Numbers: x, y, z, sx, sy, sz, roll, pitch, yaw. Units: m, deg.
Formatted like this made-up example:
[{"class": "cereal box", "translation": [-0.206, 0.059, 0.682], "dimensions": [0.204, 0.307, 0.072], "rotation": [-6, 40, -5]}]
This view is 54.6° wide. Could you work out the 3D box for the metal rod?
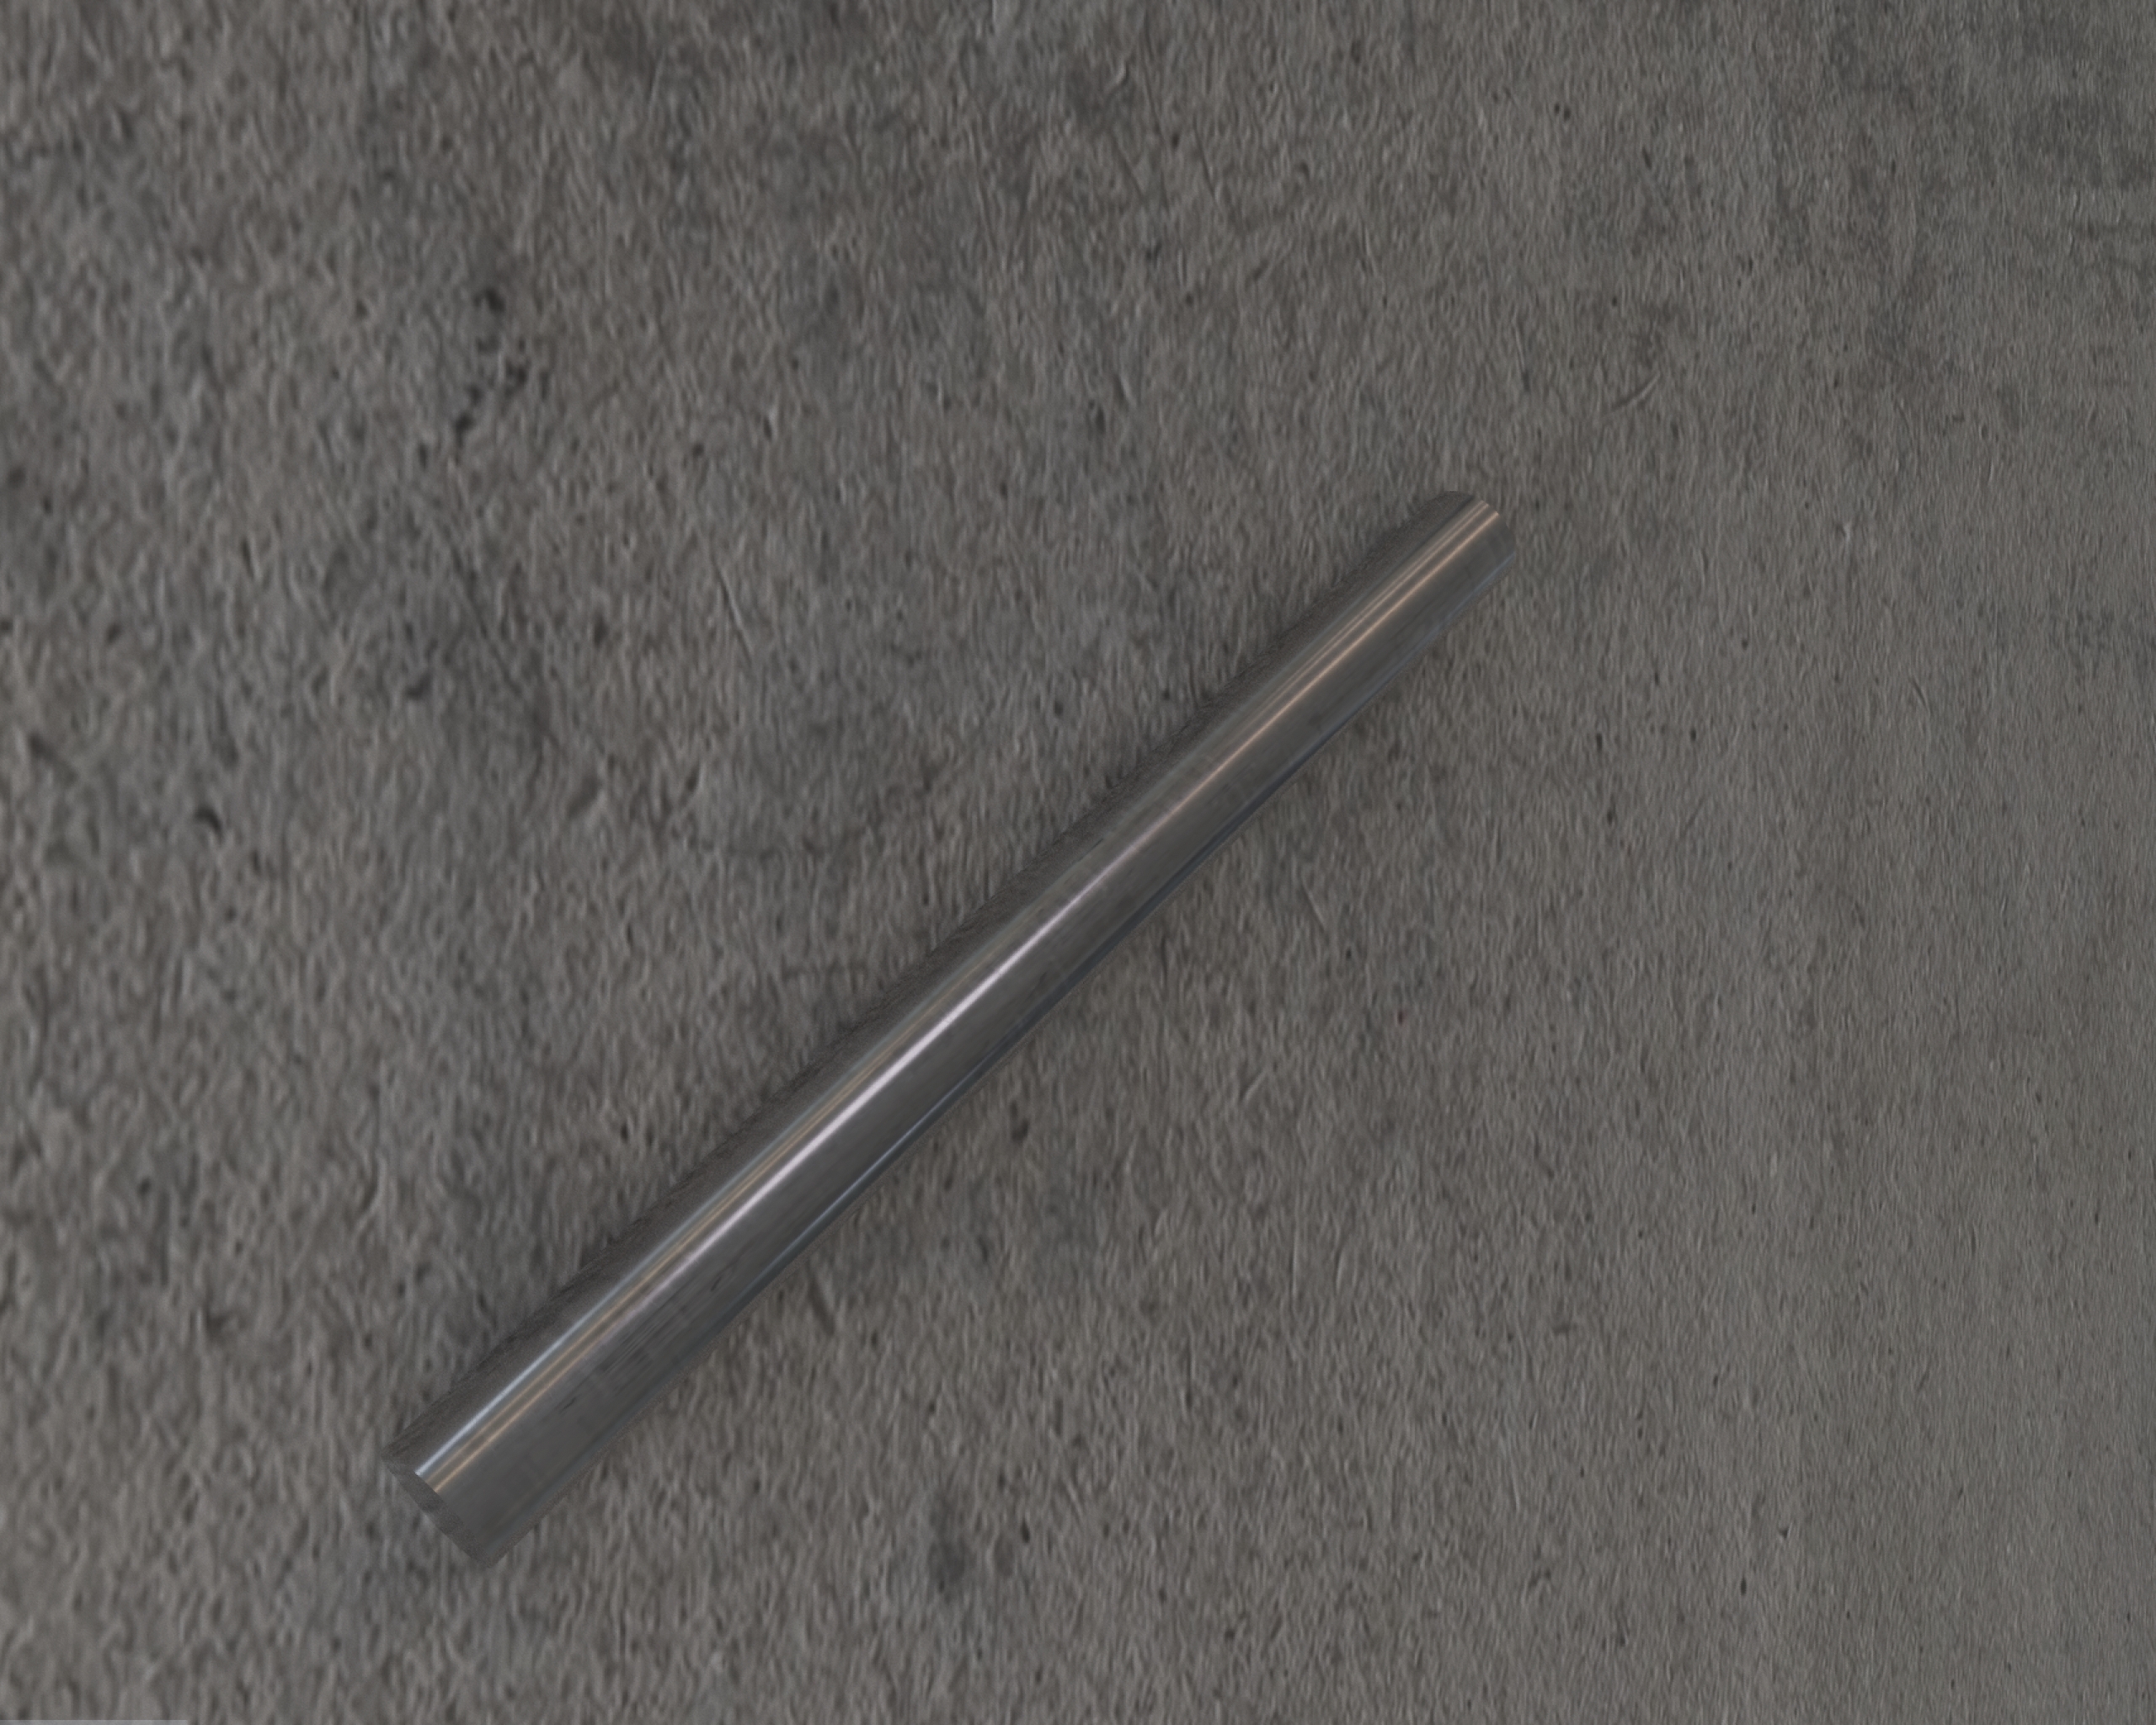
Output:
[{"class": "metal rod", "translation": [-0.005, 0.013, 0.402], "dimensions": [0.301, 0.025, 0.025], "rotation": [-43, 116, -31]}]
